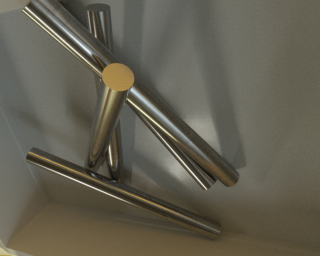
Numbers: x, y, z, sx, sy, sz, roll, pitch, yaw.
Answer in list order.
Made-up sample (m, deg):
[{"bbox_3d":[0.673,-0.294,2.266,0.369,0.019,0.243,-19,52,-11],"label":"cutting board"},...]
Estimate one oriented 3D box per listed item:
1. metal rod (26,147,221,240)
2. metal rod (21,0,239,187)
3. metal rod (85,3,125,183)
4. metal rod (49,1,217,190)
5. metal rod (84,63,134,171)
[{"bbox_3d":[-0.054,0.097,0.461,0.301,0.025,0.025,22,127,1],"label":"metal rod"},{"bbox_3d":[-0.004,-0.017,0.321,0.025,0.025,0.300,-22,132,36],"label":"metal rod"},{"bbox_3d":[-0.066,-0.009,0.411,0.025,0.025,0.298,17,133,18],"label":"metal rod"},{"bbox_3d":[-0.031,-0.037,0.400,0.300,0.025,0.025,49,128,-7],"label":"metal rod"},{"bbox_3d":[-0.073,0.013,0.375,0.025,0.025,0.299,39,154,1],"label":"metal rod"}]
